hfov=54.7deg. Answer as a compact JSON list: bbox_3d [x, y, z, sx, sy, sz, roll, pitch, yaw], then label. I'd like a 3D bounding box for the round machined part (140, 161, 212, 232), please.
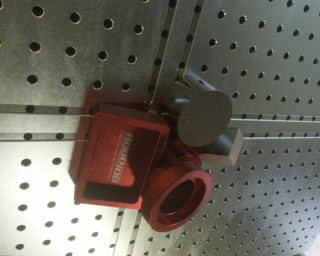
[{"bbox_3d":[0.016,0.083,0.400,0.099,0.042,0.097,-23,133,-27],"label":"round machined part"}]

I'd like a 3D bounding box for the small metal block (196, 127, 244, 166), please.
[{"bbox_3d":[0.087,0.025,0.448,0.025,0.050,0.050,56,50,-39],"label":"small metal block"}]

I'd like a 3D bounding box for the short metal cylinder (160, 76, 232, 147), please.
[{"bbox_3d":[0.047,-0.022,0.408,0.081,0.050,0.079,-14,125,-21],"label":"short metal cylinder"}]

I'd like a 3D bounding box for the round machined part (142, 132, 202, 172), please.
[{"bbox_3d":[0.021,0.058,0.447,0.099,0.042,0.097,-14,125,-21],"label":"round machined part"}]

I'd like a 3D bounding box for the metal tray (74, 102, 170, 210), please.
[{"bbox_3d":[-0.051,0.040,0.392,0.091,0.030,0.129,11,113,-18],"label":"metal tray"}]
